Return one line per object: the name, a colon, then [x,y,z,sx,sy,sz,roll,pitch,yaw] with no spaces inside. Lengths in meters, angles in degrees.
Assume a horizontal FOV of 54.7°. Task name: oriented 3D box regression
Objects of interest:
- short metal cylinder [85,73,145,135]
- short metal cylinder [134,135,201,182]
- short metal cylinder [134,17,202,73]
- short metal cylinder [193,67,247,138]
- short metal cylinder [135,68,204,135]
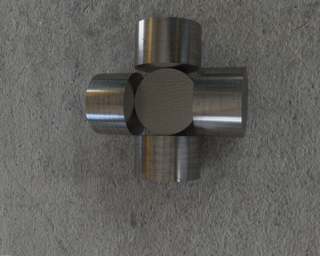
short metal cylinder: [-0.052,-0.031,0.399,0.050,0.080,0.079,2,91,20]
short metal cylinder: [0.009,0.034,0.377,0.080,0.080,0.050,1,90,19]
short metal cylinder: [0.010,-0.097,0.376,0.080,0.080,0.050,2,91,19]
short metal cylinder: [0.072,-0.029,0.355,0.050,0.080,0.079,2,91,20]
short metal cylinder: [0.015,-0.031,0.391,0.080,0.050,0.079,0,90,19]
